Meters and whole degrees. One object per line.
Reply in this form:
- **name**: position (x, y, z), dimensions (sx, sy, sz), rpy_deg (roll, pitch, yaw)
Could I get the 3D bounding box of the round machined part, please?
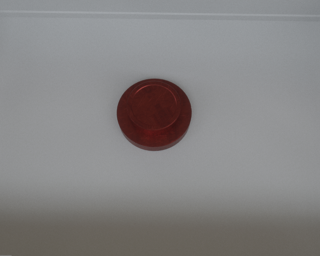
- **round machined part**: position (-0.007, -0.022, 0.406), dimensions (0.099, 0.042, 0.098), rpy_deg (0, 70, 0)
